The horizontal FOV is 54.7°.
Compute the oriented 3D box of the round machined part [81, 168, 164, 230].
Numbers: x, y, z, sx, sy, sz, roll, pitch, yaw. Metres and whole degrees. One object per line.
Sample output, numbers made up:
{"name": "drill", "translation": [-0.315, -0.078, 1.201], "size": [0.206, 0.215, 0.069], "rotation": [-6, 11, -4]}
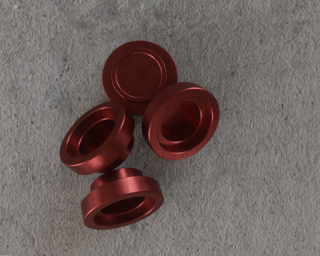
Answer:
{"name": "round machined part", "translation": [-0.048, 0.084, 0.382], "size": [0.098, 0.098, 0.042], "rotation": [-22, 57, 0]}

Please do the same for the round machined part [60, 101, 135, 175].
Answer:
{"name": "round machined part", "translation": [-0.071, 0.017, 0.383], "size": [0.098, 0.098, 0.042], "rotation": [-39, 127, 0]}

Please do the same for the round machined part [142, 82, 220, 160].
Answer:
{"name": "round machined part", "translation": [0.022, -0.012, 0.385], "size": [0.099, 0.042, 0.097], "rotation": [-15, 124, -23]}

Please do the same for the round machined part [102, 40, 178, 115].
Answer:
{"name": "round machined part", "translation": [-0.026, -0.065, 0.401], "size": [0.099, 0.042, 0.097], "rotation": [0, 90, 0]}
